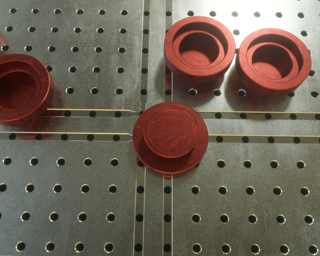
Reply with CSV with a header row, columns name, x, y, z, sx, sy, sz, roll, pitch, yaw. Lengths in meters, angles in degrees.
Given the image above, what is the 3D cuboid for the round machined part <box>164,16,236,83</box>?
name,x,y,z,sx,sy,sz,roll,pitch,yaw
round machined part,0.055,-0.107,0.442,0.099,0.042,0.098,0,70,-1

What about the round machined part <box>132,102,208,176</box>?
name,x,y,z,sx,sy,sz,roll,pitch,yaw
round machined part,0.013,0.010,0.399,0.099,0.042,0.098,0,70,-1

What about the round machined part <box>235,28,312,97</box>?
name,x,y,z,sx,sy,sz,roll,pitch,yaw
round machined part,0.155,-0.088,0.437,0.099,0.042,0.098,0,70,-1

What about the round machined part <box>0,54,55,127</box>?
name,x,y,z,sx,sy,sz,roll,pitch,yaw
round machined part,-0.191,-0.047,0.418,0.099,0.042,0.098,0,70,-1
